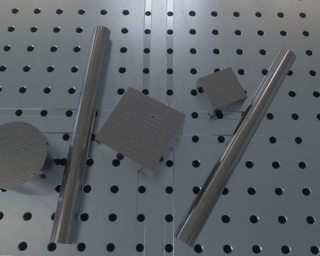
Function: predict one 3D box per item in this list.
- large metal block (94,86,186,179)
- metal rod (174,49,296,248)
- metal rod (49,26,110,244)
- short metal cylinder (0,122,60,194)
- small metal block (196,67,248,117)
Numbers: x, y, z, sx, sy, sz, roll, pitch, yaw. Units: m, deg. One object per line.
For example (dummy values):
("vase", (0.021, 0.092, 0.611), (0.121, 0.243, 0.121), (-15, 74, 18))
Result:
("large metal block", (-0.023, 0.007, 0.396), (0.080, 0.050, 0.080), (28, 72, 9))
("metal rod", (0.106, 0.014, 0.407), (0.025, 0.025, 0.300), (30, 73, 10))
("metal rod", (-0.101, -0.005, 0.412), (0.025, 0.025, 0.299), (5, 70, 2))
("short metal cylinder", (-0.172, 0.038, 0.383), (0.081, 0.050, 0.080), (0, 70, -1))
("small metal block", (0.085, -0.050, 0.431), (0.050, 0.025, 0.050), (-21, 72, -8))
